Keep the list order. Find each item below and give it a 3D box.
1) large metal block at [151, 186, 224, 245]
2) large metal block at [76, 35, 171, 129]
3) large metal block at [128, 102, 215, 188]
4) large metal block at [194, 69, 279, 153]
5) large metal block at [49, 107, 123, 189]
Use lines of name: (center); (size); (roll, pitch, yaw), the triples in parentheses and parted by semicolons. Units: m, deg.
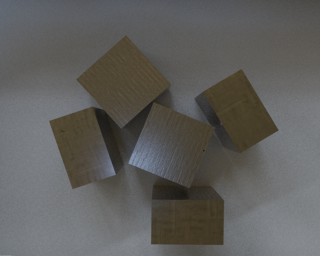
large metal block: (0.031, 0.104, 0.384); (0.081, 0.080, 0.050); (1, 90, -1)
large metal block: (-0.044, -0.055, 0.397); (0.080, 0.050, 0.080); (-42, 91, 0)
large metal block: (0.014, 0.021, 0.398); (0.080, 0.050, 0.080); (22, 90, -1)
large metal block: (0.090, -0.019, 0.383); (0.050, 0.080, 0.080); (-31, 90, 0)
large metal block: (-0.086, 0.022, 0.382); (0.050, 0.080, 0.080); (-19, 90, 0)
